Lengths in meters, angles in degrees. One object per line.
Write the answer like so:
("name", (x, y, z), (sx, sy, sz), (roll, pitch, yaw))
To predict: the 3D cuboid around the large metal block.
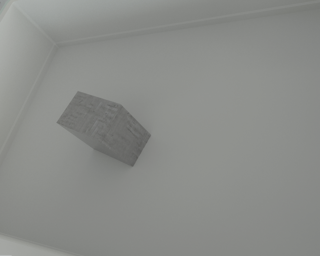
("large metal block", (-0.072, 0.002, 0.408), (0.080, 0.080, 0.050), (19, 72, 35))
